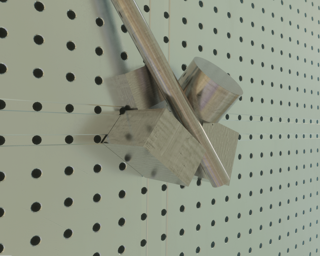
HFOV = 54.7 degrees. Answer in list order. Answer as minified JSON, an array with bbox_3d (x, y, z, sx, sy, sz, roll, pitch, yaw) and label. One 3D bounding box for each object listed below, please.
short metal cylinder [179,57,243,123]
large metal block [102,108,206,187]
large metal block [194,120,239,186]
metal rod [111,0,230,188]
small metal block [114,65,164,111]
[{"bbox_3d":[0.065,-0.052,0.421,0.081,0.080,0.050,11,127,-40],"label":"short metal cylinder"},{"bbox_3d":[-0.007,0.022,0.369,0.080,0.080,0.050,45,63,-31],"label":"large metal block"},{"bbox_3d":[0.063,0.034,0.448,0.080,0.050,0.080,22,76,-38],"label":"large metal block"},{"bbox_3d":[0.007,-0.060,0.377,0.025,0.025,0.299,-35,100,-35],"label":"metal rod"},{"bbox_3d":[-0.023,-0.051,0.392,0.050,0.025,0.050,-31,109,-36],"label":"small metal block"}]
